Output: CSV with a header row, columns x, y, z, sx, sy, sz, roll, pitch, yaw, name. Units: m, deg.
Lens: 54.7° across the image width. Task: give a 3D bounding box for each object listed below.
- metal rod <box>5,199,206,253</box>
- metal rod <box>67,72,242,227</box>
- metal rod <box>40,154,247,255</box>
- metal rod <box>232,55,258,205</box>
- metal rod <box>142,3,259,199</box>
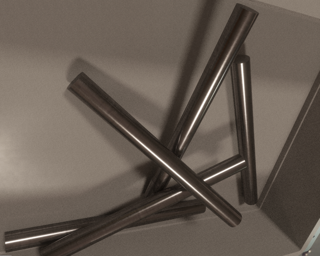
x,y,z,sx,sy,sz,roll,pitch,yaw,name
-0.062,0.139,0.462,0.303,0.025,0.025,-2,120,-28,metal rod
0.009,0.042,0.393,0.025,0.025,0.300,-46,115,3,metal rod
-0.013,0.108,0.431,0.302,0.025,0.025,-23,127,-13,metal rod
0.140,0.023,0.501,0.025,0.025,0.298,-26,128,-13,metal rod
0.037,-0.006,0.391,0.025,0.025,0.298,3,128,-30,metal rod
